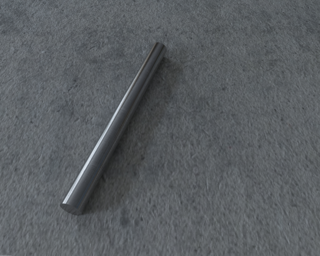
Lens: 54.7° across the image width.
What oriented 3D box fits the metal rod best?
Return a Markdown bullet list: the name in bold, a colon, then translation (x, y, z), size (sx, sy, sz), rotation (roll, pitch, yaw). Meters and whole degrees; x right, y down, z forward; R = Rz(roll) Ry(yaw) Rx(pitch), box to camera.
- **metal rod**: translation (-0.048, -0.022, 0.421), size (0.025, 0.025, 0.300), rotation (14, 51, 11)
